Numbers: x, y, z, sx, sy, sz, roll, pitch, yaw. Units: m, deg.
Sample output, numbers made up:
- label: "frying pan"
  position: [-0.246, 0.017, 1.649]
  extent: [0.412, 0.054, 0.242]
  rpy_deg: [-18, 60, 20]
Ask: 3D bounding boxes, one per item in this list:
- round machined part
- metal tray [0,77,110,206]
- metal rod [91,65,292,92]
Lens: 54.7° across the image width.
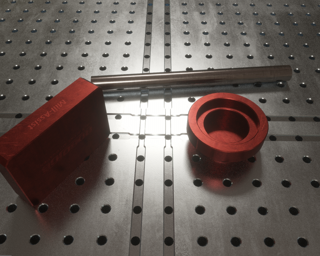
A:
- label: "round machined part"
  position: [0.083, 0.003, 0.395]
  extent: [0.099, 0.042, 0.098]
  rpy_deg: [0, 50, 0]
- label: "metal tray"
  position: [-0.115, 0.014, 0.351]
  extent: [0.030, 0.089, 0.131]
  rpy_deg: [29, 55, 21]
- label: "metal rod"
  position: [0.050, -0.075, 0.471]
  extent: [0.302, 0.025, 0.025]
  rpy_deg: [-4, 50, -4]
